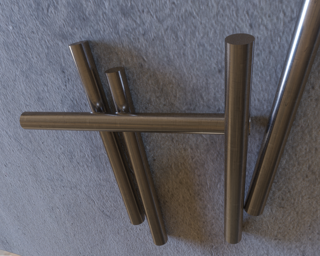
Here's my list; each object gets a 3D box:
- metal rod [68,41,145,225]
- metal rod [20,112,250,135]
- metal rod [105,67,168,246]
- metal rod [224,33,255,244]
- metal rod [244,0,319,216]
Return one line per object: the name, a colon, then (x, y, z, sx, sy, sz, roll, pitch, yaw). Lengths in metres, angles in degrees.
metal rod: (-0.070, 0.023, 0.456, 0.025, 0.025, 0.298, 0, 119, 28)
metal rod: (-0.042, -0.007, 0.392, 0.301, 0.025, 0.025, 1, 120, 16)
metal rod: (-0.028, 0.057, 0.455, 0.025, 0.025, 0.298, 2, 119, 27)
metal rod: (0.087, 0.040, 0.357, 0.025, 0.025, 0.298, 10, 131, 23)
metal rod: (0.130, -0.019, 0.326, 0.025, 0.025, 0.298, 16, 125, 19)
